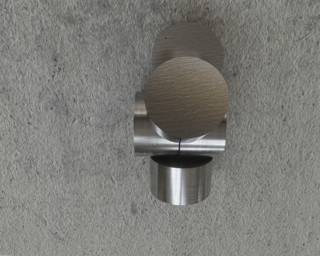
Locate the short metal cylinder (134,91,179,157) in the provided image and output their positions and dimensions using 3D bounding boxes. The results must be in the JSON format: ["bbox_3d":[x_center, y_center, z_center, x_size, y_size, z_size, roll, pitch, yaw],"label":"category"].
[{"bbox_3d":[-0.004,-0.005,0.380,0.050,0.080,0.079,1,110,-1],"label":"short metal cylinder"}]

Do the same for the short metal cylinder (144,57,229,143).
[{"bbox_3d":[0.025,-0.026,0.318,0.081,0.050,0.080,0,82,-1],"label":"short metal cylinder"}]

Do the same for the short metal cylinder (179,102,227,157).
[{"bbox_3d":[0.048,-0.004,0.380,0.050,0.080,0.079,0,110,0],"label":"short metal cylinder"}]

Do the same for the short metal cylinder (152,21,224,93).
[{"bbox_3d":[0.031,-0.084,0.368,0.081,0.050,0.079,0,110,-1],"label":"short metal cylinder"}]

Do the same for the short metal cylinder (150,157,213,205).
[{"bbox_3d":[0.027,0.056,0.403,0.081,0.080,0.050,0,110,-1],"label":"short metal cylinder"}]
